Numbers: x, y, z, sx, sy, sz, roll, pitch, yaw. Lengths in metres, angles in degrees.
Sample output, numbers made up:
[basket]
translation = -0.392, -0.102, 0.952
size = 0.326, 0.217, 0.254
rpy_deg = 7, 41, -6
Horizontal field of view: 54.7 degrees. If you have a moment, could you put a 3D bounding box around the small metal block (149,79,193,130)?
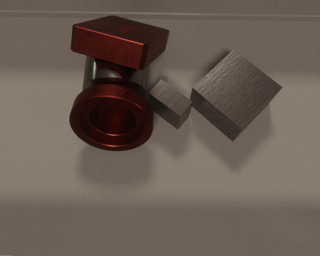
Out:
[small metal block]
translation = 0.013, -0.030, 0.407
size = 0.050, 0.050, 0.025
rpy_deg = 37, 74, 12

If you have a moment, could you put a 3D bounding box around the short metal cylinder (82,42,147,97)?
[short metal cylinder]
translation = -0.057, -0.069, 0.405
size = 0.081, 0.080, 0.050
rpy_deg = 1, 70, 0

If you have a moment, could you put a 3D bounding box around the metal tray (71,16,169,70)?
[metal tray]
translation = -0.046, -0.116, 0.405
size = 0.090, 0.030, 0.130
rpy_deg = 17, 27, 6

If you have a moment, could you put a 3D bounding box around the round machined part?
[round machined part]
translation = -0.057, -0.017, 0.381
size = 0.099, 0.097, 0.042
rpy_deg = 2, 48, 0

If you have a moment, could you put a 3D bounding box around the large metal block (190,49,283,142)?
[large metal block]
translation = 0.098, -0.043, 0.413
size = 0.080, 0.050, 0.080
rpy_deg = 43, 75, 13
